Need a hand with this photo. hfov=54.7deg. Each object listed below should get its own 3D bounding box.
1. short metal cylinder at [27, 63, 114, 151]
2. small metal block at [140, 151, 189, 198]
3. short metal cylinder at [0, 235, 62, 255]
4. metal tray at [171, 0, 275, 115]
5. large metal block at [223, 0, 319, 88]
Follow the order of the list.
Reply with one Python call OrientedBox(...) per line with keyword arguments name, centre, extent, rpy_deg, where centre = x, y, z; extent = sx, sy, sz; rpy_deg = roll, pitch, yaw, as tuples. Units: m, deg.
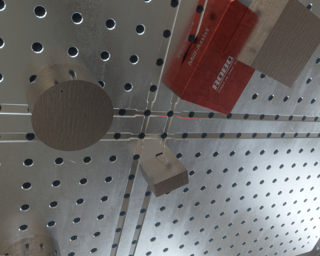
OrientedBox(name="short metal cylinder", centre=(-0.096, -0.022, 0.329), extent=(0.081, 0.050, 0.079), rpy_deg=(-14, 124, -21))
OrientedBox(name="small metal block", centre=(0.006, 0.064, 0.438), extent=(0.050, 0.050, 0.025), rpy_deg=(-21, 127, -16))
OrientedBox(name="short metal cylinder", centre=(-0.173, 0.195, 0.421), extent=(0.081, 0.050, 0.079), rpy_deg=(-14, 124, -21))
OrientedBox(name="metal tray", centre=(0.082, -0.088, 0.398), extent=(0.091, 0.030, 0.129), rpy_deg=(15, 110, -35))
OrientedBox(name="large metal block", centre=(0.137, -0.104, 0.366), extent=(0.081, 0.050, 0.080), rpy_deg=(16, 110, -35))
